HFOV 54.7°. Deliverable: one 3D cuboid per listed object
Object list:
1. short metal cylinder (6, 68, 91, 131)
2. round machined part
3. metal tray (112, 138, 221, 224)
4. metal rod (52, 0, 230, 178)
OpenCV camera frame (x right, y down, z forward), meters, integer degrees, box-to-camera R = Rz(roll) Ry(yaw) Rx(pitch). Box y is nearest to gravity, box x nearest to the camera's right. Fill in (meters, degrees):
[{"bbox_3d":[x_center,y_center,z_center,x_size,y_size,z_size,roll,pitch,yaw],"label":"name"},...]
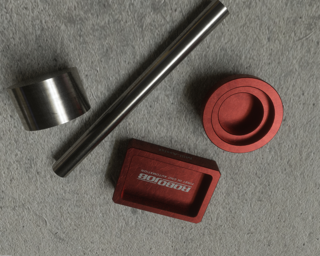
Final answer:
[{"bbox_3d":[-0.129,-0.036,0.365,0.080,0.080,0.050,-14,110,5],"label":"short metal cylinder"},{"bbox_3d":[0.100,-0.020,0.395,0.099,0.042,0.097,0,110,-1],"label":"round machined part"},{"bbox_3d":[0.008,0.076,0.435,0.131,0.030,0.089,16,109,-7],"label":"metal tray"},{"bbox_3d":[-0.033,-0.041,0.394,0.025,0.025,0.299,43,104,-14],"label":"metal rod"}]
